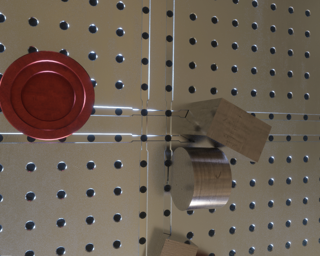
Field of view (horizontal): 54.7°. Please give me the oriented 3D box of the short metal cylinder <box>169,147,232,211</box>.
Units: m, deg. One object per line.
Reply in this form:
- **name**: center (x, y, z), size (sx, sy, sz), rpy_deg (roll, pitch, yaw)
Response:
- **short metal cylinder**: center (0.049, 0.065, 0.402), size (0.050, 0.080, 0.080), rpy_deg (2, 90, -20)

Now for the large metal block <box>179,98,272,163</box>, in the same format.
- **large metal block**: center (0.084, 0.003, 0.414), size (0.080, 0.080, 0.050), rpy_deg (27, 81, -18)

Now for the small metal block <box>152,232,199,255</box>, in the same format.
- **small metal block**: center (0.017, 0.176, 0.419), size (0.050, 0.025, 0.050), rpy_deg (22, 83, -19)

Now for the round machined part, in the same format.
- **round machined part**: center (-0.128, -0.036, 0.356), size (0.099, 0.042, 0.097), rpy_deg (0, 90, -20)
